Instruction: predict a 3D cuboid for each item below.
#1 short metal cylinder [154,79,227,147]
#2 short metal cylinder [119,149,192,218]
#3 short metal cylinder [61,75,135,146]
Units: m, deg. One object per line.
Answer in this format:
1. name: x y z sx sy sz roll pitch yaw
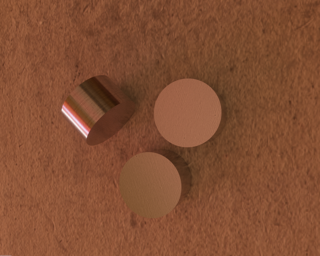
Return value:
1. short metal cylinder: 0.039 -0.018 0.381 0.080 0.050 0.079 0 90 19
2. short metal cylinder: -0.004 0.069 0.396 0.080 0.050 0.079 0 90 19
3. short metal cylinder: -0.080 -0.023 0.407 0.050 0.080 0.080 45 104 14
